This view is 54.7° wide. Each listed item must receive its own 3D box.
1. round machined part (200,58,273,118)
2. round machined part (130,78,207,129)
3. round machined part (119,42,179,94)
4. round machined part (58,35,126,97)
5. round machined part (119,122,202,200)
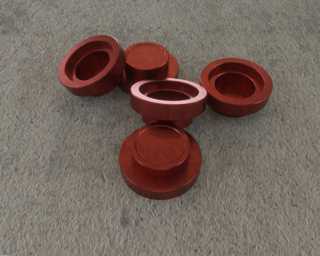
[{"bbox_3d":[0.105,-0.053,0.439,0.099,0.042,0.098,0,50,0],"label":"round machined part"},{"bbox_3d":[0.011,-0.030,0.406,0.099,0.042,0.098,2,27,-1],"label":"round machined part"},{"bbox_3d":[-0.021,-0.095,0.472,0.099,0.042,0.098,0,50,0],"label":"round machined part"},{"bbox_3d":[-0.093,-0.085,0.450,0.098,0.042,0.098,-11,56,17],"label":"round machined part"},{"bbox_3d":[0.001,0.031,0.367,0.099,0.042,0.098,0,50,0],"label":"round machined part"}]
